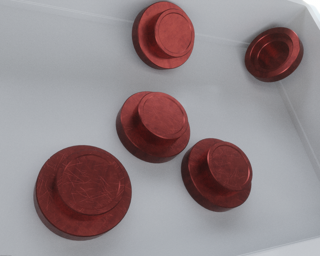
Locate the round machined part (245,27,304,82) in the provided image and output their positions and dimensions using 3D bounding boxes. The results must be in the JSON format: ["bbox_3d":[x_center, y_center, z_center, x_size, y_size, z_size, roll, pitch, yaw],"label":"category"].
[{"bbox_3d":[0.207,-0.127,0.557,0.042,0.098,0.098,25,48,-45],"label":"round machined part"}]

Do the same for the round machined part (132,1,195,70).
[{"bbox_3d":[0.012,-0.137,0.457,0.099,0.042,0.097,-4,97,-31],"label":"round machined part"}]

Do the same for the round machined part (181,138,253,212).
[{"bbox_3d":[0.081,0.056,0.406,0.099,0.042,0.098,14,56,-21],"label":"round machined part"}]

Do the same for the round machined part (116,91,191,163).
[{"bbox_3d":[-0.003,-0.007,0.399,0.099,0.042,0.098,14,56,-21],"label":"round machined part"}]

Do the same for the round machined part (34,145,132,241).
[{"bbox_3d":[-0.075,0.061,0.318,0.099,0.042,0.098,14,56,-21],"label":"round machined part"}]
